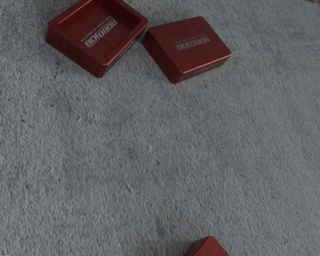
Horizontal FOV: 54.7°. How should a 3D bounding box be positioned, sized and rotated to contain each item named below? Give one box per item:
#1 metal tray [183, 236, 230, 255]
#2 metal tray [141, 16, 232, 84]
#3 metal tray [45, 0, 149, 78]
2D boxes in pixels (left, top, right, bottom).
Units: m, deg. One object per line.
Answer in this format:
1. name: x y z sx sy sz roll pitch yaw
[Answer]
1. metal tray: 0.064 0.192 0.317 0.130 0.030 0.091 49 51 6
2. metal tray: 0.046 -0.131 0.505 0.131 0.030 0.090 -27 77 -37
3. metal tray: -0.084 -0.140 0.439 0.090 0.030 0.130 36 51 -5
